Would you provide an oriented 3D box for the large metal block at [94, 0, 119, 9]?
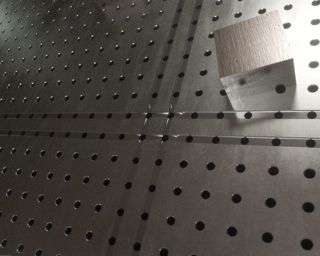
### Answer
[{"bbox_3d":[-0.100,-0.301,0.627,0.080,0.050,0.080,-21,54,15],"label":"large metal block"}]

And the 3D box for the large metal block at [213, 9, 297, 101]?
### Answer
[{"bbox_3d":[0.116,-0.089,0.385,0.080,0.050,0.080,-14,56,20],"label":"large metal block"}]
